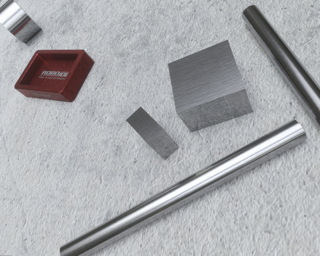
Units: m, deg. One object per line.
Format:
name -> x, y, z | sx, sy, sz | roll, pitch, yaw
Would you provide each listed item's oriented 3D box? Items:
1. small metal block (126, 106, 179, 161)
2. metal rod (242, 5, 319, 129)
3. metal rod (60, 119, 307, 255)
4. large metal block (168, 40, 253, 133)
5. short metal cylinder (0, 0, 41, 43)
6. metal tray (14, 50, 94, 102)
small metal block -> -0.009, 0.007, 0.387 | 0.025, 0.050, 0.050 | -44, 51, -2
metal rod -> 0.162, -0.046, 0.346 | 0.025, 0.025, 0.299 | -26, 53, 12
metal rod -> 0.018, 0.076, 0.346 | 0.301, 0.025, 0.025 | -30, 52, 8
large metal block -> 0.061, -0.051, 0.386 | 0.080, 0.050, 0.080 | -19, 54, 16
short metal cylinder -> -0.306, -0.230, 0.667 | 0.050, 0.080, 0.080 | -44, 51, -2
metal tray -> -0.191, -0.097, 0.557 | 0.130, 0.030, 0.090 | 9, 66, 31
